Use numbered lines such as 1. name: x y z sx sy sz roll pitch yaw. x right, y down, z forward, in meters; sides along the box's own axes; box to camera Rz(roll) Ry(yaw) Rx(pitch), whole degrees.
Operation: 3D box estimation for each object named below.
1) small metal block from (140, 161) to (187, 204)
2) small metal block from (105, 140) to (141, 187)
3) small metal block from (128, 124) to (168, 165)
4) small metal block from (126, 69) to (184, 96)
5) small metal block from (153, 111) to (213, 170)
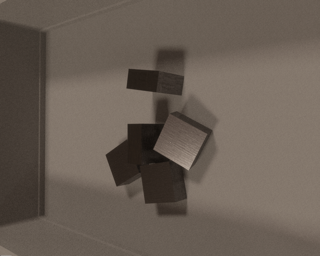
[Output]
1. small metal block: 0.004 0.070 0.402 0.050 0.025 0.050 -14 81 38
2. small metal block: -0.046 0.050 0.442 0.050 0.025 0.050 -35 69 34
3. small metal block: -0.014 0.020 0.400 0.025 0.050 0.050 0 90 43
4. small metal block: -0.006 -0.058 0.393 0.050 0.050 0.025 12 98 39
5. small metal block: 0.027 0.014 0.373 0.050 0.025 0.050 30 109 15
